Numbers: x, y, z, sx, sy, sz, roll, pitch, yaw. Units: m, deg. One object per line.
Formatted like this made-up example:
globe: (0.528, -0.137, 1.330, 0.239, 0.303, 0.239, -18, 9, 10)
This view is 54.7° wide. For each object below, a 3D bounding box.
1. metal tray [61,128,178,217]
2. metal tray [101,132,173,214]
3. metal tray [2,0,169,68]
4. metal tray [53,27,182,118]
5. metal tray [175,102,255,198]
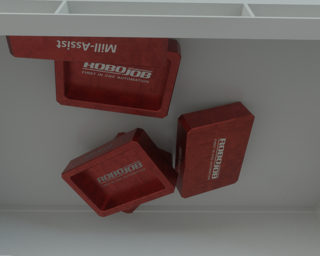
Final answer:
metal tray: (-0.054, 0.064, 0.411, 0.130, 0.030, 0.090, -25, 114, 26)
metal tray: (-0.052, 0.073, 0.466, 0.090, 0.030, 0.129, 26, 126, -21)
metal tray: (-0.059, -0.095, 0.284, 0.131, 0.090, 0.030, 4, 130, -3)
metal tray: (-0.049, -0.062, 0.352, 0.131, 0.030, 0.089, 7, 130, -7)
metal tray: (0.068, 0.033, 0.415, 0.091, 0.030, 0.129, -13, 132, -16)
